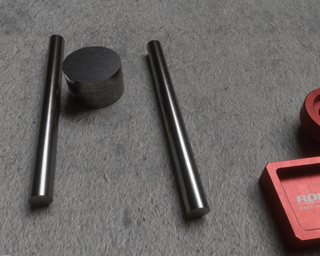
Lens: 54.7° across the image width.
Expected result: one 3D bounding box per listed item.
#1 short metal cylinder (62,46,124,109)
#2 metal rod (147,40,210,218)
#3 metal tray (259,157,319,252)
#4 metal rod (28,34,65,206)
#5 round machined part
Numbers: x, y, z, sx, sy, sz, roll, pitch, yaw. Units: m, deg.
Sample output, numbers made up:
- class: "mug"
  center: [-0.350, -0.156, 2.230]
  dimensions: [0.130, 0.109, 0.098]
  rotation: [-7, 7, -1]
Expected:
- class: "short metal cylinder"
  center: [-0.094, -0.074, 0.448]
  dimensions: [0.081, 0.050, 0.080]
  rotation: [0, 50, 0]
- class: "metal rod"
  center: [0.015, -0.023, 0.422]
  dimensions: [0.025, 0.025, 0.300]
  rotation: [-7, 50, -6]
- class: "metal tray"
  center: [0.187, 0.076, 0.337]
  dimensions: [0.131, 0.030, 0.090]
  rotation: [-6, 50, -6]
- class: "metal rod"
  center: [-0.152, -0.035, 0.431]
  dimensions: [0.025, 0.025, 0.300]
  rotation: [-7, 50, -6]
- class: "round machined part"
  center: [0.230, -0.006, 0.397]
  dimensions: [0.099, 0.042, 0.098]
  rotation: [0, 47, 0]
